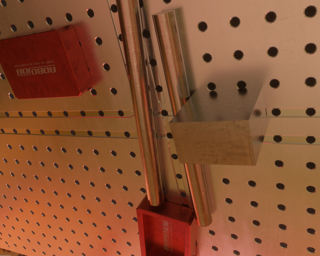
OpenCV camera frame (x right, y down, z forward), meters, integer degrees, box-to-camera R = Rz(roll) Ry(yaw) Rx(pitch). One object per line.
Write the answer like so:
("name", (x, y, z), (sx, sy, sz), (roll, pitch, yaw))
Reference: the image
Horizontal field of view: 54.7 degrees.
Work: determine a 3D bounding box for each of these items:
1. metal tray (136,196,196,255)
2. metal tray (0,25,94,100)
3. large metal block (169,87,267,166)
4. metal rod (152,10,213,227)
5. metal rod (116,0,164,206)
("metal tray", (0.012, 0.180, 0.511), (0.090, 0.030, 0.129), (11, 123, 22))
("metal tray", (-0.166, -0.089, 0.438), (0.130, 0.030, 0.089), (0, 119, 27))
("large metal block", (0.067, -0.003, 0.337), (0.080, 0.080, 0.050), (-2, 118, 29))
("metal rod", (0.035, 0.007, 0.396), (0.025, 0.025, 0.298), (1, 119, 27))
("metal rod", (-0.021, -0.017, 0.410), (0.025, 0.025, 0.298), (7, 122, 24))
